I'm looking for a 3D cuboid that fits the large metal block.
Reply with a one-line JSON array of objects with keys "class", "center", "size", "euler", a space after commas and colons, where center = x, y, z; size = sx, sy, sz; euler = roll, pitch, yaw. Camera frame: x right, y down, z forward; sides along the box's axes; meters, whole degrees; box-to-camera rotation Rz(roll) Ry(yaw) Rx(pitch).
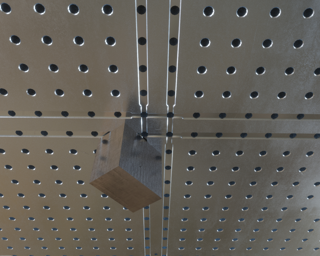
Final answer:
[{"class": "large metal block", "center": [-0.042, 0.054, 0.421], "size": [0.050, 0.080, 0.080], "euler": [-32, 123, 24]}]
